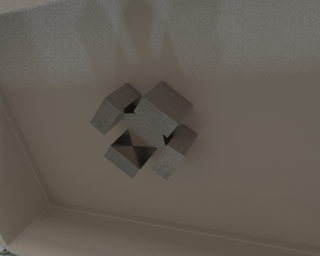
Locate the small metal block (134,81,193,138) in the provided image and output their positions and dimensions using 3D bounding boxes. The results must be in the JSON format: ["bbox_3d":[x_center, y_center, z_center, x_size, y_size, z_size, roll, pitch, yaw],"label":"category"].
[{"bbox_3d":[0.005,-0.024,0.372,0.050,0.050,0.025,38,128,1],"label":"small metal block"}]

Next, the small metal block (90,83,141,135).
[{"bbox_3d":[-0.058,-0.025,0.405,0.025,0.050,0.050,41,130,1],"label":"small metal block"}]

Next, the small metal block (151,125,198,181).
[{"bbox_3d":[0.019,0.031,0.399,0.025,0.050,0.050,34,128,4],"label":"small metal block"}]

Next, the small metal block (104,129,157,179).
[{"bbox_3d":[-0.041,0.034,0.433,0.050,0.050,0.025,39,130,2],"label":"small metal block"}]

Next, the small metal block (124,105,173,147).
[{"bbox_3d":[-0.015,-0.003,0.412,0.050,0.025,0.050,1,119,28],"label":"small metal block"}]
